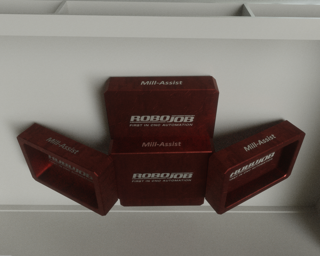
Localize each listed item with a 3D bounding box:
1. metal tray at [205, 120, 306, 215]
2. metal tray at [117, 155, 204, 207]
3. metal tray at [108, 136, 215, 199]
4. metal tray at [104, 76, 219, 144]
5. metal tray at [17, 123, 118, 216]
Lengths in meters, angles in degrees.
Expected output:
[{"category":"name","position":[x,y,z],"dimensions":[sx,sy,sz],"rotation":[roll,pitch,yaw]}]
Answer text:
[{"category":"metal tray","position":[0.123,0.051,0.407],"dimensions":[0.131,0.030,0.089],"rotation":[-21,134,-21]},{"category":"metal tray","position":[0.003,0.080,0.470],"dimensions":[0.131,0.030,0.089],"rotation":[-1,130,0]},{"category":"metal tray","position":[0.003,0.054,0.410],"dimensions":[0.131,0.030,0.089],"rotation":[-1,130,0]},{"category":"metal tray","position":[0.002,-0.018,0.387],"dimensions":[0.131,0.030,0.089],"rotation":[-1,130,0]},{"category":"metal tray","position":[-0.120,0.055,0.409],"dimensions":[0.130,0.030,0.089],"rotation":[21,135,21]}]
